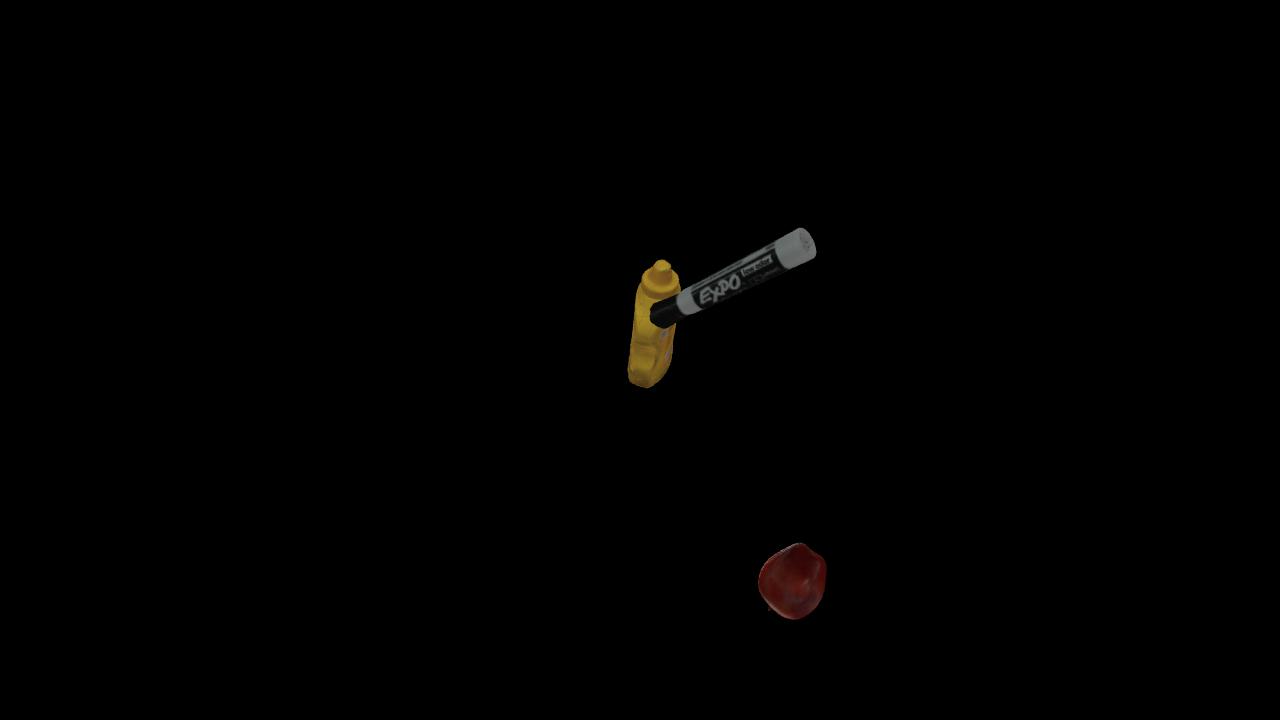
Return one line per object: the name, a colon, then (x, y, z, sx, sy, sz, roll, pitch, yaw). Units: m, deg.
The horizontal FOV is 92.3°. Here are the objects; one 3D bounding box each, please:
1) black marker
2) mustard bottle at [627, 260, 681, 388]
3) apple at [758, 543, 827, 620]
black marker: (0.051, -0.046, 0.377, 0.020, 0.020, 0.121, 0, -18, -46)
mustard bottle: (0.019, -0.051, 0.744, 0.054, 0.092, 0.184, 23, -34, 12)
apple: (0.190, 0.276, 0.767, 0.079, 0.093, 0.079, 38, -4, 3)
